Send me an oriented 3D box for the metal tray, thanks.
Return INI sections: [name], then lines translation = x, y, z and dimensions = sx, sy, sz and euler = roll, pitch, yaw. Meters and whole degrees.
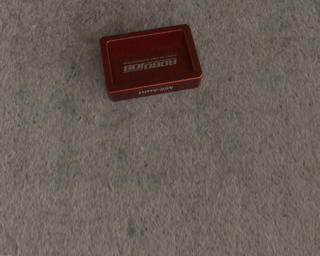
[metal tray]
translation = -0.014, -0.093, 0.439
dimensions = 0.131, 0.030, 0.090
euler = -10, 70, -4
